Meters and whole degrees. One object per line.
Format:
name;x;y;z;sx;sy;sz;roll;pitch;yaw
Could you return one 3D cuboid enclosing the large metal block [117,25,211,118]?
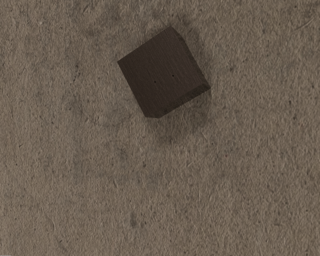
large metal block;0.006;-0.067;0.393;0.080;0.050;0.080;-30;81;17
